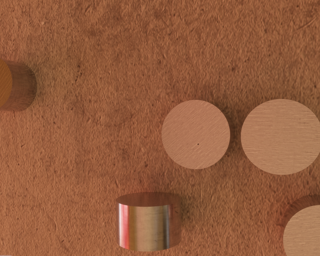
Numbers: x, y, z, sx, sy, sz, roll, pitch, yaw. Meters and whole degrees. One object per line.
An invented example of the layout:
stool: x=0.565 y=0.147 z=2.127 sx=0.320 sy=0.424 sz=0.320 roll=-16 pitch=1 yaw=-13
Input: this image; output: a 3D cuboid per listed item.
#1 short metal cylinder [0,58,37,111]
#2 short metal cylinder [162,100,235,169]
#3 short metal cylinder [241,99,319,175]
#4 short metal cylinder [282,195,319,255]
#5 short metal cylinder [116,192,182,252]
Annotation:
short metal cylinder: x=-0.241 y=-0.066 z=0.481 sx=0.080 sy=0.050 sz=0.080 roll=0 pitch=90 yaw=20
short metal cylinder: x=0.048 y=0.007 z=0.379 sx=0.080 sy=0.050 sz=0.080 roll=0 pitch=90 yaw=20
short metal cylinder: x=0.135 y=0.009 z=0.348 sx=0.080 sy=0.050 sz=0.080 roll=0 pitch=90 yaw=20
short metal cylinder: x=0.175 y=0.117 z=0.334 sx=0.080 sy=0.050 sz=0.080 roll=0 pitch=90 yaw=20
short metal cylinder: x=-0.014 y=0.113 z=0.385 sx=0.080 sy=0.080 sz=0.050 roll=-1 pitch=90 yaw=20
